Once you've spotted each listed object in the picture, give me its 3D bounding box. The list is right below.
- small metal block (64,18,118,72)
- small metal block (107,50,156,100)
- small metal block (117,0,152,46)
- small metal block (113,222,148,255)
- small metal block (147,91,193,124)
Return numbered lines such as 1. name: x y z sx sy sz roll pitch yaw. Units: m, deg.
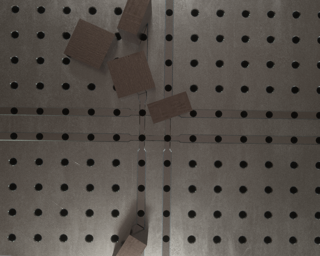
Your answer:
1. small metal block: -0.091 -0.109 0.412 0.050 0.025 0.050 24 90 -1
2. small metal block: -0.037 -0.069 0.413 0.050 0.025 0.050 -18 90 -1
3. small metal block: -0.031 -0.141 0.400 0.025 0.050 0.050 21 90 0
4. small metal block: -0.040 0.157 0.401 0.025 0.050 0.050 33 90 0
5. small metal block: 0.012 -0.025 0.401 0.050 0.050 0.025 -19 90 0
